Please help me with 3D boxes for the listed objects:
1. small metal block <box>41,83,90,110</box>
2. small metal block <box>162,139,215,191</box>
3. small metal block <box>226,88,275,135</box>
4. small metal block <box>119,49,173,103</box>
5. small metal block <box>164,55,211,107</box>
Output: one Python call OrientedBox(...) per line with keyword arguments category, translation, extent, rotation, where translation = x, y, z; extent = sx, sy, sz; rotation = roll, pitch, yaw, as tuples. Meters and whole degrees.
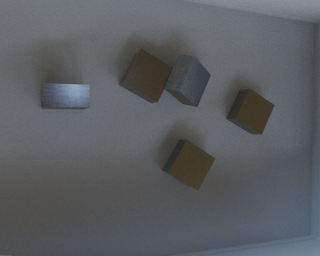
OrientedBox(category="small metal block", translation=(-0.110, -0.035, 0.357), extent=(0.050, 0.050, 0.025), rotation=(-1, 91, -20))
OrientedBox(category="small metal block", translation=(0.040, 0.050, 0.427), extent=(0.050, 0.025, 0.050), rotation=(34, 79, -17))
OrientedBox(category="small metal block", translation=(0.135, -0.024, 0.462), extent=(0.050, 0.025, 0.050), rotation=(29, 80, -18))
OrientedBox(category="small metal block", translation=(-0.017, -0.067, 0.405), extent=(0.050, 0.025, 0.050), rotation=(29, 80, -18))
OrientedBox(category="small metal block", translation=(0.038, -0.062, 0.413), extent=(0.050, 0.025, 0.050), rotation=(33, 77, -50))
